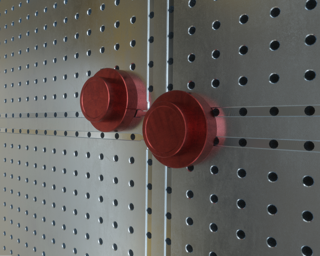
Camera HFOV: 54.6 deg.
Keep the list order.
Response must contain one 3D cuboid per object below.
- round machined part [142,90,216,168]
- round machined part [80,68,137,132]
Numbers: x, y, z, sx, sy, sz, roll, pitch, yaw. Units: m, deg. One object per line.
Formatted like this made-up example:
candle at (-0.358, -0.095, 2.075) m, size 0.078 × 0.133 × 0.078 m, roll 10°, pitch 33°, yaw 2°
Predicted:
round machined part at (0.016, 0.002, 0.386) m, size 0.098 × 0.042 × 0.097 m, roll 0°, pitch 90°, yaw 40°
round machined part at (-0.084, -0.042, 0.469) m, size 0.098 × 0.042 × 0.097 m, roll 0°, pitch 90°, yaw 40°
